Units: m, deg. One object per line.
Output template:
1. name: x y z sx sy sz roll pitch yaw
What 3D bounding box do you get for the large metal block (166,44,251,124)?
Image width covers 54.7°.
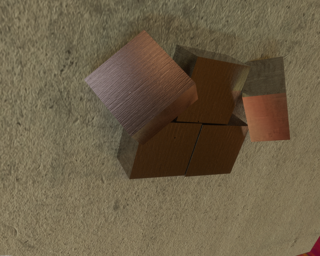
1. large metal block: 0.055 -0.053 0.391 0.081 0.050 0.079 3 117 -30

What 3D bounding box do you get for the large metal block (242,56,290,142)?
1. large metal block: 0.146 -0.039 0.423 0.050 0.080 0.080 -5 132 23

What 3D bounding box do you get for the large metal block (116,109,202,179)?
1. large metal block: -0.003 0.017 0.402 0.081 0.050 0.079 1 118 -30

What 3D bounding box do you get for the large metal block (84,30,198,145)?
1. large metal block: -0.018 -0.041 0.330 0.080 0.080 0.050 -40 164 -1

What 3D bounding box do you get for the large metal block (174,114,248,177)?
1. large metal block: 0.068 0.020 0.441 0.081 0.050 0.079 1 118 -30
